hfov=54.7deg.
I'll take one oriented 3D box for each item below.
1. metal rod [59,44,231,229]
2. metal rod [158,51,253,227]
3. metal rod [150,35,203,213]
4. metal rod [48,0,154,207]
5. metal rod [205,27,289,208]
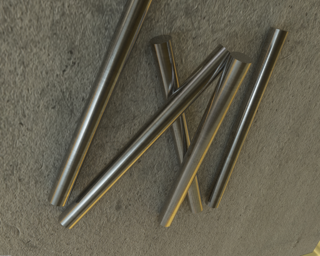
[{"bbox_3d":[-0.025,0.019,0.382,0.299,0.025,0.025,-46,130,13],"label":"metal rod"},{"bbox_3d":[0.047,0.038,0.415,0.025,0.025,0.298,-3,132,-27],"label":"metal rod"},{"bbox_3d":[0.031,0.017,0.434,0.025,0.025,0.298,-25,128,-13],"label":"metal rod"},{"bbox_3d":[-0.066,-0.036,0.347,0.025,0.025,0.298,14,111,-34],"label":"metal rod"},{"bbox_3d":[0.124,-0.001,0.473,0.025,0.025,0.298,0,118,-29],"label":"metal rod"}]
